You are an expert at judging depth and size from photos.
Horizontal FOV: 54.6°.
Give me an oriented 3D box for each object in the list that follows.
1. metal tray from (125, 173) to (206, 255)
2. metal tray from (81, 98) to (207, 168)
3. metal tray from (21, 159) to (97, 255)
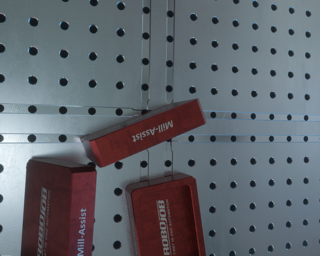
[{"bbox_3d":[0.009,0.133,0.413,0.091,0.030,0.129,-9,93,-20],"label":"metal tray"},{"bbox_3d":[-0.022,0.003,0.369,0.131,0.090,0.030,-22,98,-19],"label":"metal tray"},{"bbox_3d":[-0.112,0.102,0.335,0.030,0.090,0.129,5,88,-50],"label":"metal tray"}]
